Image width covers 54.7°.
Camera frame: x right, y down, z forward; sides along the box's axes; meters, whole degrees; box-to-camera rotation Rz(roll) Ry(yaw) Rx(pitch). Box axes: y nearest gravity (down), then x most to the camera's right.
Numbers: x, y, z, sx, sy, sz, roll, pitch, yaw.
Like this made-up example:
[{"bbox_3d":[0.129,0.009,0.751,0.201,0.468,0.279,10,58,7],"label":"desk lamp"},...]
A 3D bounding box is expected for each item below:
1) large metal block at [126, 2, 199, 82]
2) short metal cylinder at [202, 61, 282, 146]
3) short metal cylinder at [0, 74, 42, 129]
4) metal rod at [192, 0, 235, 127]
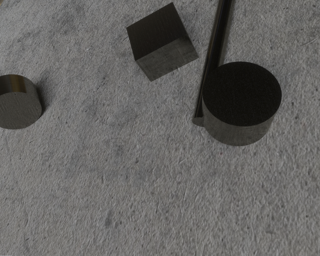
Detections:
[{"bbox_3d":[0.002,-0.129,0.466,0.080,0.050,0.080,-25,53,12],"label":"large metal block"},{"bbox_3d":[0.087,-0.026,0.343,0.080,0.050,0.080,-3,63,5],"label":"short metal cylinder"},{"bbox_3d":[-0.248,-0.044,0.525,0.080,0.080,0.050,-36,51,5],"label":"short metal cylinder"},{"bbox_3d":[0.087,-0.138,0.443,0.025,0.025,0.300,1,62,28],"label":"metal rod"}]
